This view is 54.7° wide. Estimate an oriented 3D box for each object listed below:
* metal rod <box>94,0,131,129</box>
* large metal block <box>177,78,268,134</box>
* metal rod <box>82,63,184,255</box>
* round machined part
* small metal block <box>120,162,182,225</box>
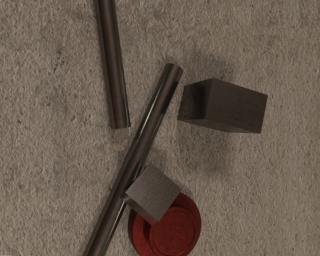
[{"bbox_3d":[-0.067,-0.148,0.384,0.025,0.025,0.298,-8,93,-20],"label":"metal rod"},{"bbox_3d":[0.080,-0.026,0.411,0.081,0.080,0.050,13,86,-20],"label":"large metal block"},{"bbox_3d":[-0.038,0.055,0.395,0.025,0.025,0.299,26,81,-19],"label":"metal rod"},{"bbox_3d":[0.011,0.132,0.405,0.099,0.042,0.097,0,90,-21],"label":"round machined part"},{"bbox_3d":[-0.011,0.079,0.373,0.050,0.025,0.050,41,56,1],"label":"small metal block"}]
